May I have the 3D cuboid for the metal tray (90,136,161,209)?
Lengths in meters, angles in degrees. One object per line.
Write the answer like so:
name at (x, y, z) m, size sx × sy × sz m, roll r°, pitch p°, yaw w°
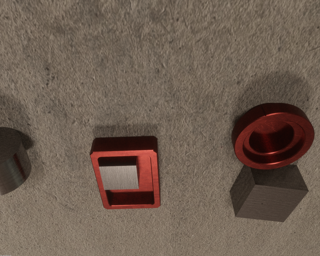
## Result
metal tray at (-0.047, 0.070, 0.463) m, size 0.091 × 0.030 × 0.129 m, roll -2°, pitch 130°, yaw 1°

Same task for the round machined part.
round machined part at (0.142, 0.006, 0.403) m, size 0.099 × 0.042 × 0.097 m, roll -1°, pitch 130°, yaw 0°

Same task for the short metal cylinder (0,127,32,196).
short metal cylinder at (-0.217, 0.043, 0.405) m, size 0.081 × 0.080 × 0.050 m, roll 0°, pitch 130°, yaw -1°

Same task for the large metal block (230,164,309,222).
large metal block at (0.163, 0.097, 0.476) m, size 0.081 × 0.050 × 0.079 m, roll 8°, pitch 130°, yaw -8°

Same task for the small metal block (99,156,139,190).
small metal block at (-0.057, 0.062, 0.442) m, size 0.050 × 0.025 × 0.050 m, roll -2°, pitch 130°, yaw 0°
